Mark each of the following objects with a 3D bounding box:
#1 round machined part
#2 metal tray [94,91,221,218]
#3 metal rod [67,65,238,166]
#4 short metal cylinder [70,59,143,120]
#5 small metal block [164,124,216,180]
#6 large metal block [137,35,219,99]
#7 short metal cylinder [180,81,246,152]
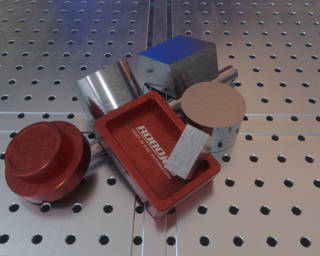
[{"bbox_3d":[-0.133,0.031,0.352,0.098,0.042,0.098,-8,55,13],"label":"round machined part"},{"bbox_3d":[-0.005,0.026,0.364,0.091,0.030,0.130,-31,69,-23],"label":"metal tray"},{"bbox_3d":[-0.008,-0.014,0.421,0.302,0.025,0.025,-31,57,-23],"label":"metal rod"},{"bbox_3d":[-0.069,-0.051,0.407,0.080,0.050,0.080,-24,12,6],"label":"short metal cylinder"},{"bbox_3d":[0.034,0.027,0.331,0.025,0.050,0.050,29,91,20],"label":"small metal block"},{"bbox_3d":[0.027,-0.093,0.455,0.081,0.050,0.080,-30,37,-23],"label":"large metal block"},{"bbox_3d":[0.066,-0.015,0.404,0.081,0.050,0.080,0,50,0],"label":"short metal cylinder"}]
